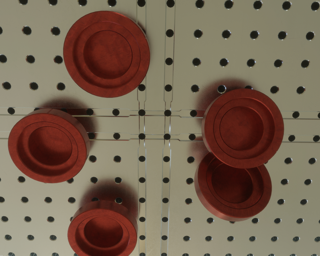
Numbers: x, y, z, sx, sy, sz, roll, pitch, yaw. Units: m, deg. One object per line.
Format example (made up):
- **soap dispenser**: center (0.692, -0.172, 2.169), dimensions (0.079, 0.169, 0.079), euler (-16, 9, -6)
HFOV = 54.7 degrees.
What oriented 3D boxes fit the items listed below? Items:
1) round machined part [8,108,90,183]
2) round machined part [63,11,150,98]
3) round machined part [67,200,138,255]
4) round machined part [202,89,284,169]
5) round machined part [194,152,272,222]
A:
- **round machined part**: center (-0.142, 0.020, 0.410), dimensions (0.099, 0.042, 0.097), euler (0, 110, -1)
- **round machined part**: center (-0.060, -0.089, 0.371), dimensions (0.099, 0.042, 0.097), euler (0, 110, -1)
- **round machined part**: center (-0.082, 0.148, 0.458), dimensions (0.099, 0.042, 0.097), euler (0, 110, -1)
- **round machined part**: center (0.102, 0.001, 0.395), dimensions (0.099, 0.042, 0.097), euler (0, 89, -4)
- **round machined part**: center (0.094, 0.076, 0.415), dimensions (0.099, 0.098, 0.042), euler (9, 150, -4)
